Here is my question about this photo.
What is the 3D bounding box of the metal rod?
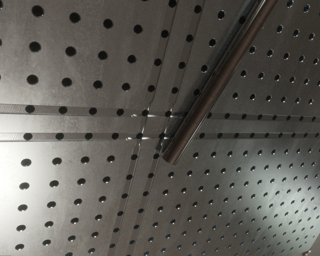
[{"bbox_3d":[0.087,-0.078,0.412,0.025,0.025,0.298,20,108,-36],"label":"metal rod"}]
